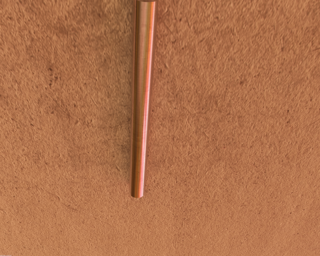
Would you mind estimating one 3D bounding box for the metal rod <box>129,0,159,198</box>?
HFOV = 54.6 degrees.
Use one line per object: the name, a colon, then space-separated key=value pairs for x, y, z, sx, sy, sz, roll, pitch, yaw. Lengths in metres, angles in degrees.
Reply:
metal rod: x=-0.025 y=-0.012 z=0.395 sx=0.025 sy=0.025 sz=0.298 roll=3 pitch=130 yaw=-3
